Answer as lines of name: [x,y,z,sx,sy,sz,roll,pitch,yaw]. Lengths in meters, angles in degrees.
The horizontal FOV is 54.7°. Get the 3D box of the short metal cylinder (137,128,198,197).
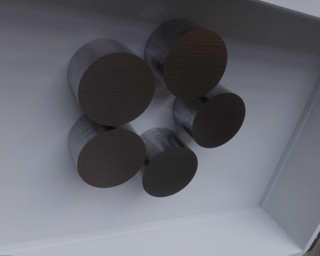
short metal cylinder: [0.004,0.046,0.420,0.081,0.050,0.079,-14,124,-21]

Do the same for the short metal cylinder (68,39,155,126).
short metal cylinder: [-0.052,-0.049,0.331,0.081,0.050,0.079,-14,124,-21]

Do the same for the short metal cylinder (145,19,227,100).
short metal cylinder: [0.029,-0.079,0.357,0.081,0.050,0.079,-14,124,-21]

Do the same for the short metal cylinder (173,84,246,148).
short metal cylinder: [0.065,-0.020,0.413,0.081,0.050,0.079,-14,124,-21]

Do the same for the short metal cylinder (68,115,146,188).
short metal cylinder: [-0.064,0.024,0.370,0.081,0.050,0.079,-14,124,-21]
